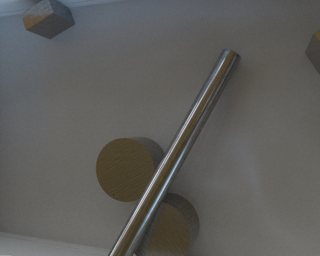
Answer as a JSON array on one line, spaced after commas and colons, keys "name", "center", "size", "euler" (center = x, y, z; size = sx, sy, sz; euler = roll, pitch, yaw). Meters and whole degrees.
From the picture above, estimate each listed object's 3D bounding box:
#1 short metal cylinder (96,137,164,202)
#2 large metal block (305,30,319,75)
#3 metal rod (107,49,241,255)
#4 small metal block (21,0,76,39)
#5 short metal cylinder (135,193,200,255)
[{"name": "short metal cylinder", "center": [-0.036, 0.052, 0.409], "size": [0.080, 0.050, 0.079], "euler": [0, 90, 19]}, {"name": "large metal block", "center": [0.196, -0.066, 0.312], "size": [0.050, 0.080, 0.080], "euler": [-31, 80, 17]}, {"name": "metal rod", "center": [0.015, 0.040, 0.365], "size": [0.025, 0.025, 0.299], "euler": [28, 84, 17]}, {"name": "small metal block", "center": [-0.162, -0.159, 0.453], "size": [0.050, 0.050, 0.025], "euler": [-23, 83, 18]}, {"name": "short metal cylinder", "center": [0.005, 0.128, 0.395], "size": [0.080, 0.050, 0.079], "euler": [0, 90, 19]}]
